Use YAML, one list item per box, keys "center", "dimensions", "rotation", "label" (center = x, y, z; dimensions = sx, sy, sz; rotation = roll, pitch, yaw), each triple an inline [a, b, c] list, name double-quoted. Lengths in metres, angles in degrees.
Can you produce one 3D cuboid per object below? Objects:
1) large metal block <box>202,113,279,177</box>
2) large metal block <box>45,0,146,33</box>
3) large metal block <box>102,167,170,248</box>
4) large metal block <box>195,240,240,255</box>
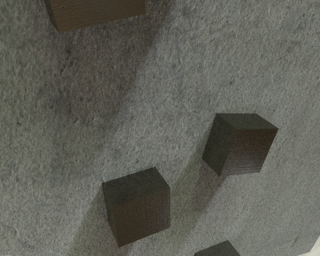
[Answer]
- center: [0.121, 0.024, 0.474]
  dimensions: [0.081, 0.050, 0.079]
  rotation: [-1, 119, -29]
  label: "large metal block"
- center: [-0.064, -0.138, 0.271]
  dimensions: [0.081, 0.050, 0.079]
  rotation: [-20, 126, -17]
  label: "large metal block"
- center: [-0.032, 0.112, 0.444]
  dimensions: [0.081, 0.050, 0.079]
  rotation: [-15, 125, -21]
  label: "large metal block"
- center: [0.116, 0.288, 0.635]
  dimensions: [0.081, 0.050, 0.079]
  rotation: [-12, 124, -23]
  label: "large metal block"
